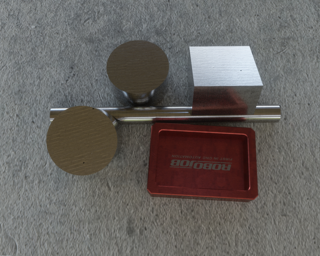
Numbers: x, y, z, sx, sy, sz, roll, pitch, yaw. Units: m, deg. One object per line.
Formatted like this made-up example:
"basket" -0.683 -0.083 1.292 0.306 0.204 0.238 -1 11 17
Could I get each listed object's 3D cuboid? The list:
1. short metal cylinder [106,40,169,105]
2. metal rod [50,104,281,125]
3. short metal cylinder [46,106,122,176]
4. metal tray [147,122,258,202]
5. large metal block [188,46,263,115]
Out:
"short metal cylinder" -0.029 -0.071 0.422 0.081 0.050 0.080 0 69 0
"metal rod" 0.008 -0.018 0.417 0.302 0.025 0.025 -1 70 -1
"short metal cylinder" -0.089 0.014 0.377 0.081 0.050 0.079 0 91 -1
"metal tray" 0.052 0.043 0.390 0.131 0.030 0.090 3 70 1
"large metal block" 0.080 -0.063 0.406 0.081 0.050 0.080 -1 49 -1
